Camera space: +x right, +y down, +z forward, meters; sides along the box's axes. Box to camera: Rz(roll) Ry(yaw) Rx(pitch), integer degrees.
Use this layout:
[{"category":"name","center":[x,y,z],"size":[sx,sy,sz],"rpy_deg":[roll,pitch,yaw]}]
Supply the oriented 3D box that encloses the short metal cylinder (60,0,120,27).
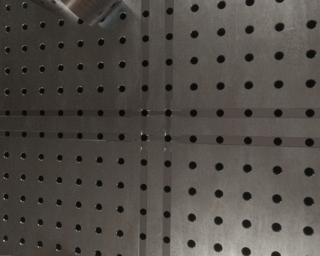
[{"category":"short metal cylinder","center":[-0.100,-0.185,0.418],"size":[0.050,0.080,0.080],"rpy_deg":[-41,78,15]}]

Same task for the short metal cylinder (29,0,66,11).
[{"category":"short metal cylinder","center":[-0.169,-0.222,0.457],"size":[0.080,0.050,0.079],"rpy_deg":[0,90,19]}]
